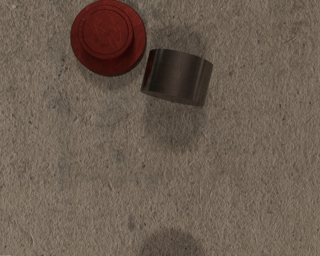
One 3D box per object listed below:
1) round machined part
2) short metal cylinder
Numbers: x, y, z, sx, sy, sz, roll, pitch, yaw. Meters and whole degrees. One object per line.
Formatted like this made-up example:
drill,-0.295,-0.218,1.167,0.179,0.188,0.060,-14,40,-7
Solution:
round machined part,-0.067,-0.118,0.401,0.099,0.042,0.097,0,90,-1
short metal cylinder,0.020,-0.060,0.383,0.080,0.080,0.050,13,90,-1
